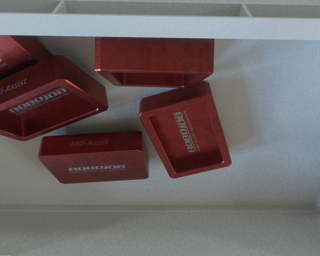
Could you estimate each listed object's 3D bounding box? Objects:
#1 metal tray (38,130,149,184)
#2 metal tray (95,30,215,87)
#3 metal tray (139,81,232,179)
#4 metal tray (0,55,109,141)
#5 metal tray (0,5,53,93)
[{"bbox_3d":[-0.085,0.043,0.424,0.131,0.030,0.090,-4,148,2],"label":"metal tray"},{"bbox_3d":[-0.005,-0.060,0.295,0.091,0.130,0.030,1,92,-2],"label":"metal tray"},{"bbox_3d":[0.037,0.008,0.413,0.090,0.030,0.130,-15,129,12],"label":"metal tray"},{"bbox_3d":[-0.138,-0.028,0.353,0.130,0.030,0.090,-19,158,15],"label":"metal tray"},{"bbox_3d":[-0.195,-0.069,0.328,0.130,0.030,0.090,-20,144,15],"label":"metal tray"}]
